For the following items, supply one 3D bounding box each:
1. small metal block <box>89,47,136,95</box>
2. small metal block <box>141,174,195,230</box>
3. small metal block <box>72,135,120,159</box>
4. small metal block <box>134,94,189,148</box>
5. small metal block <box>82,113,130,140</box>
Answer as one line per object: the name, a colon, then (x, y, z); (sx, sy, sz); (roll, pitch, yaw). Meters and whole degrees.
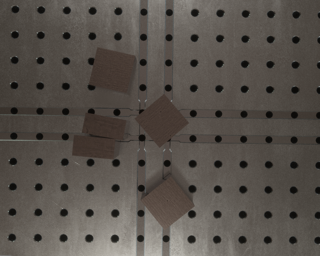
small metal block: (-0.062, -0.075, 0.413); (0.050, 0.025, 0.050); (13, 90, -1)
small metal block: (0.010, 0.097, 0.414); (0.050, 0.025, 0.050); (-39, 91, 0)
small metal block: (-0.080, 0.023, 0.400); (0.050, 0.050, 0.025); (6, 90, -1)
small metal block: (0.002, -0.009, 0.413); (0.050, 0.025, 0.050); (-40, 91, 0)
small metal block: (-0.068, -0.002, 0.400); (0.050, 0.050, 0.025); (11, 90, -1)
